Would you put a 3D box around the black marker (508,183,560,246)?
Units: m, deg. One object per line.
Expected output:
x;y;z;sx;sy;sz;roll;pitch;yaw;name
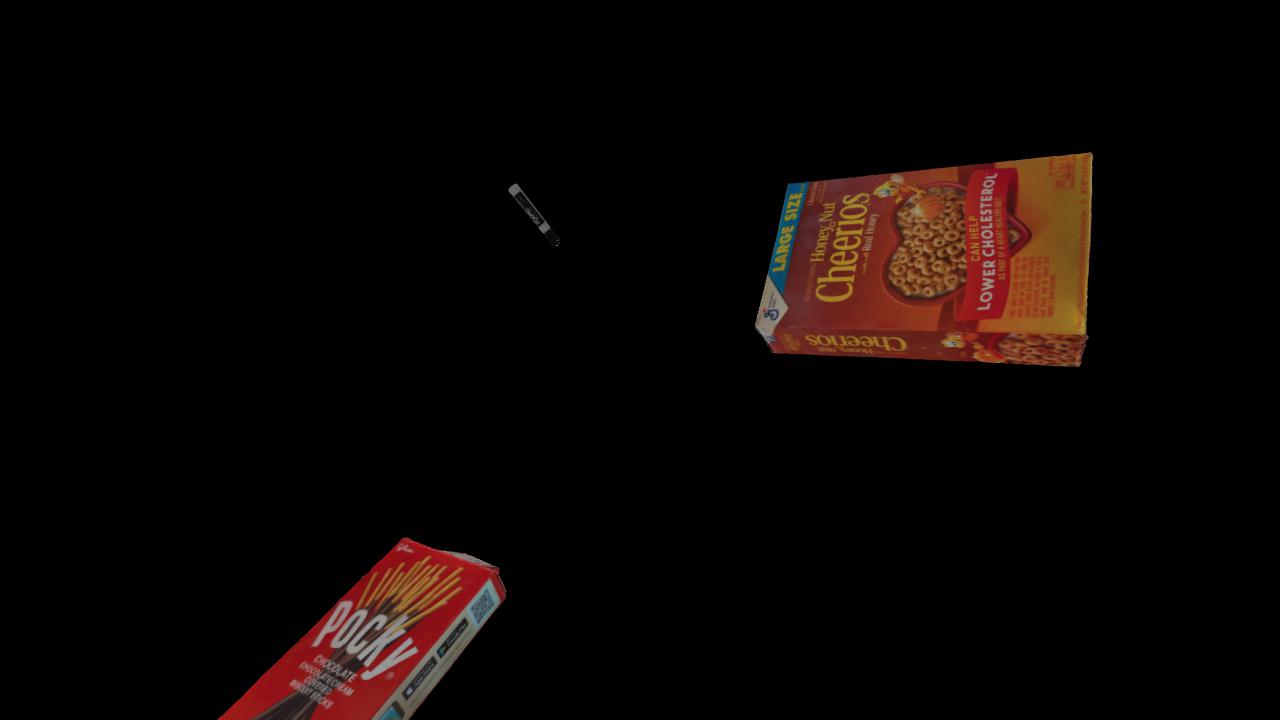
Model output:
-0.175;-0.241;1.029;0.020;0.121;0.020;-38;6;5;black marker

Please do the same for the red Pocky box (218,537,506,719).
-0.151;0.165;0.324;0.083;0.028;0.155;4;34;32;red Pocky box

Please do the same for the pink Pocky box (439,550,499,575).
-0.265;0.292;0.867;0.084;0.029;0.155;17;-17;-30;pink Pocky box

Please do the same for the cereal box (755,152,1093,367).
0.292;-0.104;0.658;0.306;0.203;0.081;4;-24;32;cereal box
